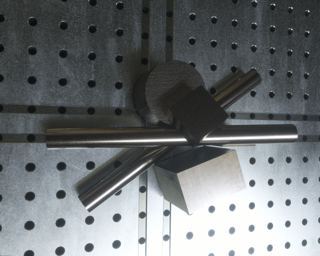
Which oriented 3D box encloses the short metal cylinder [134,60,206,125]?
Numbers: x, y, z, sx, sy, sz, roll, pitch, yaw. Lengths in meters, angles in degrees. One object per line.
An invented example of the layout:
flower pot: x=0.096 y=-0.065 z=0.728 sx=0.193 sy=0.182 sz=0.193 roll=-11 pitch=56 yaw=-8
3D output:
short metal cylinder: x=0.012 y=-0.043 z=0.400 sx=0.081 sy=0.050 sz=0.079 roll=0 pitch=89 yaw=-20

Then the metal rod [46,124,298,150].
metal rod: x=0.020 y=0.010 z=0.379 sx=0.302 sy=0.025 sz=0.025 roll=-1 pitch=91 yaw=-7

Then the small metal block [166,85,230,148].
small metal block: x=0.043 y=-0.014 z=0.363 sx=0.050 sy=0.025 sz=0.050 roll=-37 pitch=79 yaw=-16

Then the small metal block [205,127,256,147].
small metal block: x=0.097 y=0.012 z=0.432 sx=0.050 sy=0.050 sz=0.025 roll=0 pitch=90 yaw=-19

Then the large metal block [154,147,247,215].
large metal block: x=0.048 y=0.061 z=0.397 sx=0.081 sy=0.080 sz=0.050 roll=-19 pitch=97 yaw=-19

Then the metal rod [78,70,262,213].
metal rod: x=0.025 y=0.009 z=0.419 sx=0.301 sy=0.025 sz=0.025 roll=-36 pitch=102 yaw=-17
